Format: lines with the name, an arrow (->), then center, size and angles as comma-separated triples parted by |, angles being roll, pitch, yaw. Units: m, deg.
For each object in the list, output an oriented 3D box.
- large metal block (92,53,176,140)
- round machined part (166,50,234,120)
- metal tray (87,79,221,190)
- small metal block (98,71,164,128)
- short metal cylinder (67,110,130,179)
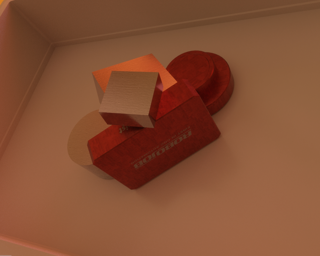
large metal block -> -0.027, -0.039, 0.379 | 0.081, 0.050, 0.080 | -22, 49, -16
round machined part -> 0.044, -0.063, 0.407 | 0.098, 0.042, 0.098 | -13, 56, 20
metal tray -> -0.003, 0.013, 0.354 | 0.130, 0.090, 0.030 | -33, 51, 6
small metal block -> -0.028, -0.029, 0.313 | 0.050, 0.025, 0.050 | 4, 62, 15
short metal cylinder -> -0.074, 0.022, 0.411 | 0.080, 0.050, 0.080 | -13, 56, 20
